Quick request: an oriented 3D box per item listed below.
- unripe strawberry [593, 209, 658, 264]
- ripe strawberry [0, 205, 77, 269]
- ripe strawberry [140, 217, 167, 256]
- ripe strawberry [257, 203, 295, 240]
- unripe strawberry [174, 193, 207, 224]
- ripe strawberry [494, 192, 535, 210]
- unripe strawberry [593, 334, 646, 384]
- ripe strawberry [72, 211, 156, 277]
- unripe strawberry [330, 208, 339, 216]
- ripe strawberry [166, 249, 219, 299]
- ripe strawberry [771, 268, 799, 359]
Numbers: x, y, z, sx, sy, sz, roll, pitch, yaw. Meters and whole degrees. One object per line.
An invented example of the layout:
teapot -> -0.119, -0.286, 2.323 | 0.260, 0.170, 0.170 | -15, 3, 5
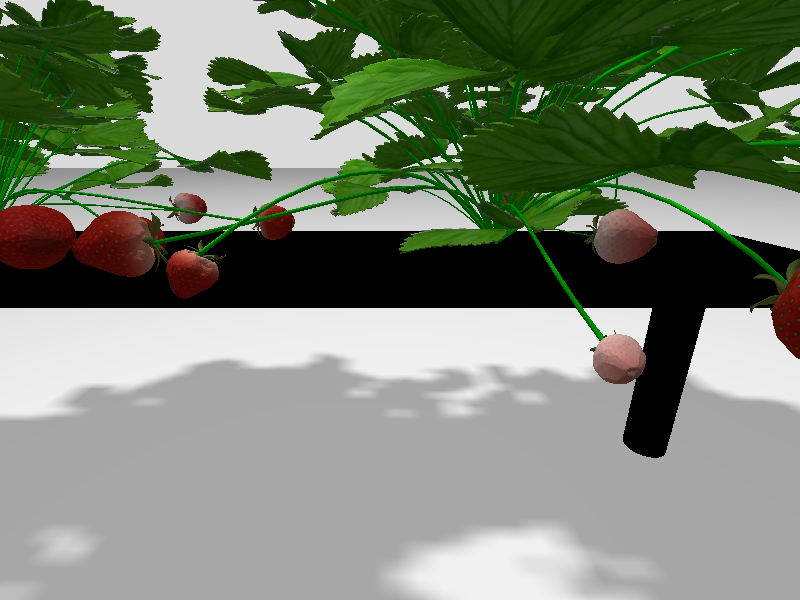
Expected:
unripe strawberry -> 0.164, -0.045, 0.290 | 0.040, 0.039, 0.037 | 16, 25, 36
ripe strawberry -> -0.240, -0.040, 0.262 | 0.043, 0.043, 0.047 | 14, 24, 33
ripe strawberry -> -0.182, -0.041, 0.279 | 0.033, 0.033, 0.036 | 14, 23, 18
ripe strawberry -> -0.112, -0.071, 0.362 | 0.031, 0.033, 0.029 | -1, 20, -3
unripe strawberry -> -0.235, -0.103, 0.451 | 0.033, 0.034, 0.030 | -15, 25, -37
ripe strawberry -> 0.128, -0.106, 0.447 | 0.045, 0.039, 0.046 | 8, 21, 21
unripe strawberry -> 0.074, 0.021, 0.135 | 0.016, 0.017, 0.017 | 1, 20, 3
ripe strawberry -> -0.176, -0.034, 0.247 | 0.041, 0.041, 0.045 | -8, 21, -21
unripe strawberry -> -0.087, -0.117, 0.529 | 0.011, 0.010, 0.010 | -17, 26, -40
ripe strawberry -> -0.113, -0.013, 0.216 | 0.025, 0.026, 0.028 | 36, -7, -40
ripe strawberry -> 0.163, 0.006, 0.140 | 0.042, 0.044, 0.045 | -7, 23, -18
